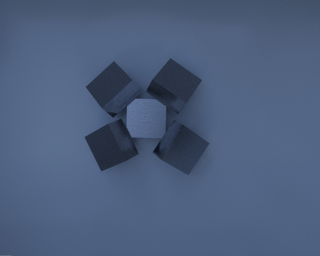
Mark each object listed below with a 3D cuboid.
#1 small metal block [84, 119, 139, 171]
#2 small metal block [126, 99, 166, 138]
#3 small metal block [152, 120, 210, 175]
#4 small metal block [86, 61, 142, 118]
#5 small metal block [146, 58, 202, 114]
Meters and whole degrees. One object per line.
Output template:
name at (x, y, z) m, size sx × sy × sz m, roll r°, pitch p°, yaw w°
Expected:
small metal block at (-0.062, 0.022, 0.397) m, size 0.050 × 0.025 × 0.050 m, roll -26°, pitch 90°, yaw 37°
small metal block at (-0.017, -0.012, 0.409) m, size 0.050 × 0.025 × 0.050 m, roll 2°, pitch 90°, yaw 0°
small metal block at (0.027, 0.026, 0.398) m, size 0.050 × 0.025 × 0.050 m, roll 34°, pitch 90°, yaw -35°
small metal block at (-0.059, -0.050, 0.396) m, size 0.050 × 0.025 × 0.050 m, roll -42°, pitch 53°, yaw 0°
small metal block at (0.018, -0.054, 0.397) m, size 0.050 × 0.025 × 0.050 m, roll 35°, pitch 53°, yaw -1°
